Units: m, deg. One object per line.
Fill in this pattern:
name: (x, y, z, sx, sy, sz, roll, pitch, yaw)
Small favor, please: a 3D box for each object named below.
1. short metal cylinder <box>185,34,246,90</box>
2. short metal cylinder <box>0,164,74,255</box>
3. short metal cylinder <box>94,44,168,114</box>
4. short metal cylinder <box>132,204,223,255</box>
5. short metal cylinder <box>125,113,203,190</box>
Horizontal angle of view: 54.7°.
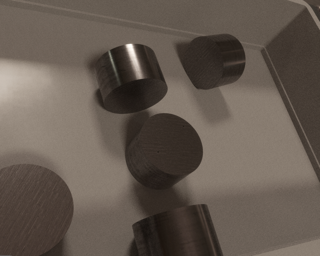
short metal cylinder: (0.084, -0.103, 0.481, 0.050, 0.080, 0.080, -18, 72, -35)
short metal cylinder: (-0.123, 0.078, 0.276, 0.081, 0.050, 0.080, 14, 56, -21)
short metal cylinder: (-0.036, -0.059, 0.388, 0.081, 0.080, 0.050, -5, 65, -31)
short metal cylinder: (0.017, 0.114, 0.312, 0.081, 0.080, 0.050, -2, 63, -30)
short metal cylinder: (0.004, 0.029, 0.376, 0.081, 0.050, 0.080, 14, 56, -21)
